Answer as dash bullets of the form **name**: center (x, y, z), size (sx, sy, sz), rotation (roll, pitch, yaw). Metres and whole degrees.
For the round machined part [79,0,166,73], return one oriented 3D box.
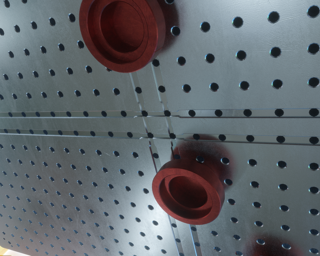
- **round machined part**: center (-0.038, -0.115, 0.350), size (0.098, 0.042, 0.097), rotation (13, 124, 21)

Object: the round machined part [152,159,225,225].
- **round machined part**: center (0.042, 0.083, 0.430), size (0.098, 0.042, 0.097), rotation (13, 124, 21)
